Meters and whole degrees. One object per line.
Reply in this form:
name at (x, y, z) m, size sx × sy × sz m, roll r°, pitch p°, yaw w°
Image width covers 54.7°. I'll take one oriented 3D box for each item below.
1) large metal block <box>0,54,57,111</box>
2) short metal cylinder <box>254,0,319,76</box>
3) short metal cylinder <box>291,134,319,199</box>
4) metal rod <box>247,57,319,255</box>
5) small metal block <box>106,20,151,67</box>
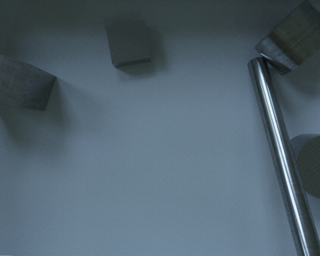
large metal block at (-0.187, -0.059, 0.381) m, size 0.080 × 0.080 × 0.050 m, roll 18°, pitch 90°, yaw -1°
short metal cylinder at (0.166, -0.111, 0.386) m, size 0.080 × 0.080 × 0.050 m, roll -44°, pitch 91°, yaw 0°
short metal cylinder at (0.205, 0.048, 0.402) m, size 0.081 × 0.050 × 0.079 m, roll 0°, pitch 90°, yaw -1°
metal rod at (0.145, 0.048, 0.354) m, size 0.025 × 0.025 × 0.299 m, roll -6°, pitch 66°, yaw 0°
small metal block at (-0.041, -0.111, 0.411) m, size 0.050 × 0.025 × 0.050 m, roll -10°, pitch 90°, yaw -1°
